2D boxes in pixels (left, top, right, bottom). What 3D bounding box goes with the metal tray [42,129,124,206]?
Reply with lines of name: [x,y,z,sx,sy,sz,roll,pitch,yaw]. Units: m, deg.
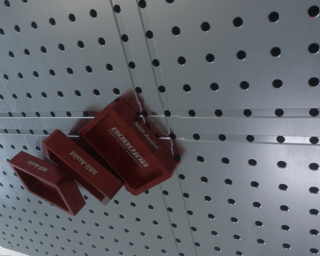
metal tray: [-0.122,0.066,0.490,0.130,0.030,0.090,39,155,1]

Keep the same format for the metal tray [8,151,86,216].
metal tray: [-0.200,0.098,0.552,0.130,0.030,0.090,16,137,29]

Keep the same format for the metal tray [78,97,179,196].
metal tray: [-0.047,0.030,0.452,0.130,0.030,0.090,49,129,-7]
